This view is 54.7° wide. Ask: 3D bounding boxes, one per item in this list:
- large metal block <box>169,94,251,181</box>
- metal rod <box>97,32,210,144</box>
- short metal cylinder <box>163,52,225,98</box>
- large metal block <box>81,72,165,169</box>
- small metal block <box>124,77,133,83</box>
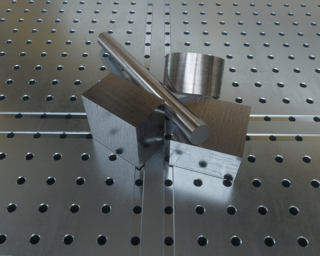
[{"bbox_3d":[0.062,0.010,0.383,0.080,0.050,0.080,14,51,11],"label":"large metal block"},{"bbox_3d":[-0.027,-0.073,0.430,0.025,0.025,0.300,-22,42,-18],"label":"metal rod"},{"bbox_3d":[0.045,-0.070,0.422,0.080,0.080,0.050,7,94,5],"label":"short metal cylinder"},{"bbox_3d":[-0.042,-0.009,0.378,0.080,0.080,0.050,30,56,22],"label":"large metal block"},{"bbox_3d":[-0.040,-0.047,0.447,0.050,0.025,0.050,-19,53,-16],"label":"small metal block"}]
